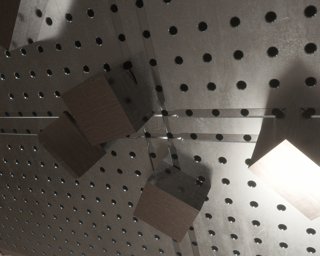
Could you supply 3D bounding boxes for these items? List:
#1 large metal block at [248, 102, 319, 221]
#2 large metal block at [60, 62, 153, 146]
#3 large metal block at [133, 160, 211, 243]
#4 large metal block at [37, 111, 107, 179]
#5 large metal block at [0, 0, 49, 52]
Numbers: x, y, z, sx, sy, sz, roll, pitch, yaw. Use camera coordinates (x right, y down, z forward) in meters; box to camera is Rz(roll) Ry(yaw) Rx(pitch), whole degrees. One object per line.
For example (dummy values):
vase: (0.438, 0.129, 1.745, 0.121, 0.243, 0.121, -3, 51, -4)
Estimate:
large metal block: (0.146, 0.031, 0.318, 0.080, 0.080, 0.050, 40, 129, 1)
large metal block: (-0.069, -0.030, 0.411, 0.080, 0.050, 0.080, -17, 110, 33)
large metal block: (0.016, 0.107, 0.452, 0.080, 0.050, 0.079, 28, 128, 10)
large metal block: (-0.131, 0.028, 0.458, 0.080, 0.050, 0.080, 48, 158, -6)
large metal block: (-0.198, -0.161, 0.398, 0.080, 0.050, 0.080, 39, 129, 1)
